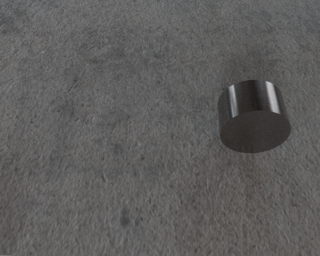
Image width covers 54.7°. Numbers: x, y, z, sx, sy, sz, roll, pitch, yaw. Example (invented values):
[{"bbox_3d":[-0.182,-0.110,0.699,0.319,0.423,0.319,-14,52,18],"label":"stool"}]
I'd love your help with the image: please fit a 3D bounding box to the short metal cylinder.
[{"bbox_3d":[0.113,-0.012,0.380,0.080,0.080,0.050,3,50,2],"label":"short metal cylinder"}]
